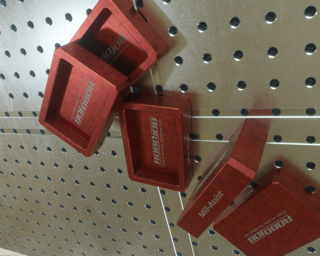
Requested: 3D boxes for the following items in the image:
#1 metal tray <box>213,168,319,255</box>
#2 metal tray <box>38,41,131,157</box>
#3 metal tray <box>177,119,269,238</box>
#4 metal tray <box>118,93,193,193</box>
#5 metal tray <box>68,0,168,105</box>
[{"bbox_3d":[0.143,0.121,0.407,0.090,0.030,0.129,38,129,1],"label":"metal tray"},{"bbox_3d":[-0.102,-0.032,0.400,0.090,0.030,0.129,35,129,4],"label":"metal tray"},{"bbox_3d":[0.073,0.061,0.367,0.030,0.090,0.129,33,129,6],"label":"metal tray"},{"bbox_3d":[-0.004,0.021,0.421,0.090,0.030,0.129,9,122,23],"label":"metal tray"},{"bbox_3d":[-0.064,-0.088,0.385,0.090,0.030,0.129,49,128,-7],"label":"metal tray"}]
